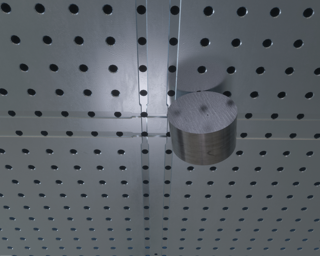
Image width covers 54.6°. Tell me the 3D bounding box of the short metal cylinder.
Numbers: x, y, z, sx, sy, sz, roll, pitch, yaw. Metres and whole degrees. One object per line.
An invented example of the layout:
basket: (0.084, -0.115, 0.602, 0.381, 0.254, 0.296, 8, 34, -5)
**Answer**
short metal cylinder: (0.052, -0.001, 0.375, 0.080, 0.080, 0.050, -6, 130, 4)
